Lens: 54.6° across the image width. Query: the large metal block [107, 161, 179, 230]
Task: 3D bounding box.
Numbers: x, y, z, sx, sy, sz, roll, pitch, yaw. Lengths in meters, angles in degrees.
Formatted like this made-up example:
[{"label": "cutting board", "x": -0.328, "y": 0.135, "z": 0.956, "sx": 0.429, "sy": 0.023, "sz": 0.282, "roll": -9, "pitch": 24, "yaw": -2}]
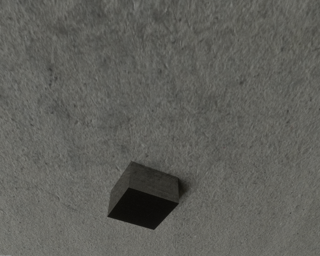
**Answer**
[{"label": "large metal block", "x": -0.026, "y": 0.107, "z": 0.481, "sx": 0.080, "sy": 0.050, "sz": 0.080, "roll": 22, "pitch": 127, "yaw": -18}]
